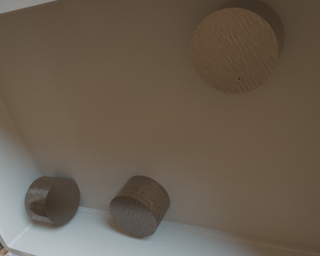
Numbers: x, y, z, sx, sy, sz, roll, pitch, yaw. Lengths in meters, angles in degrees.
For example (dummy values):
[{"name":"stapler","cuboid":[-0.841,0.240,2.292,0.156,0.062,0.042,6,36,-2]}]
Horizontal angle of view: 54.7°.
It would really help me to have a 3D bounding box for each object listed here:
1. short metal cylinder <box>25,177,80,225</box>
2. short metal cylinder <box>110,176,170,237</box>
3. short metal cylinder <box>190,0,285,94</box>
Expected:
[{"name":"short metal cylinder","cuboid":[-0.190,0.128,0.553,0.050,0.080,0.080,-1,118,29]},{"name":"short metal cylinder","cuboid":[-0.031,0.122,0.484,0.080,0.050,0.079,13,124,21]},{"name":"short metal cylinder","cuboid":[0.076,-0.080,0.303,0.080,0.050,0.079,13,124,21]}]
